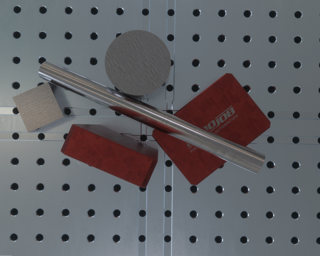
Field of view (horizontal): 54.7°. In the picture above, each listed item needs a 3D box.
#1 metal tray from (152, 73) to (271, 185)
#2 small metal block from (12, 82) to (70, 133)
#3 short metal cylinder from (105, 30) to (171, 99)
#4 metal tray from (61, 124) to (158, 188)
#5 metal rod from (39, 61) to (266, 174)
[{"bbox_3d":[0.066,0.001,0.411,0.130,0.030,0.090,-38,90,0],"label":"metal tray"},{"bbox_3d":[-0.157,-0.027,0.412,0.050,0.025,0.050,-24,90,0],"label":"small metal block"},{"bbox_3d":[-0.027,-0.079,0.401,0.081,0.050,0.079,0,90,0],"label":"short metal cylinder"},{"bbox_3d":[-0.049,0.027,0.361,0.090,0.130,0.030,23,90,0],"label":"metal tray"},{"bbox_3d":[-0.018,-0.018,0.387,0.301,0.025,0.025,24,90,10],"label":"metal rod"}]
